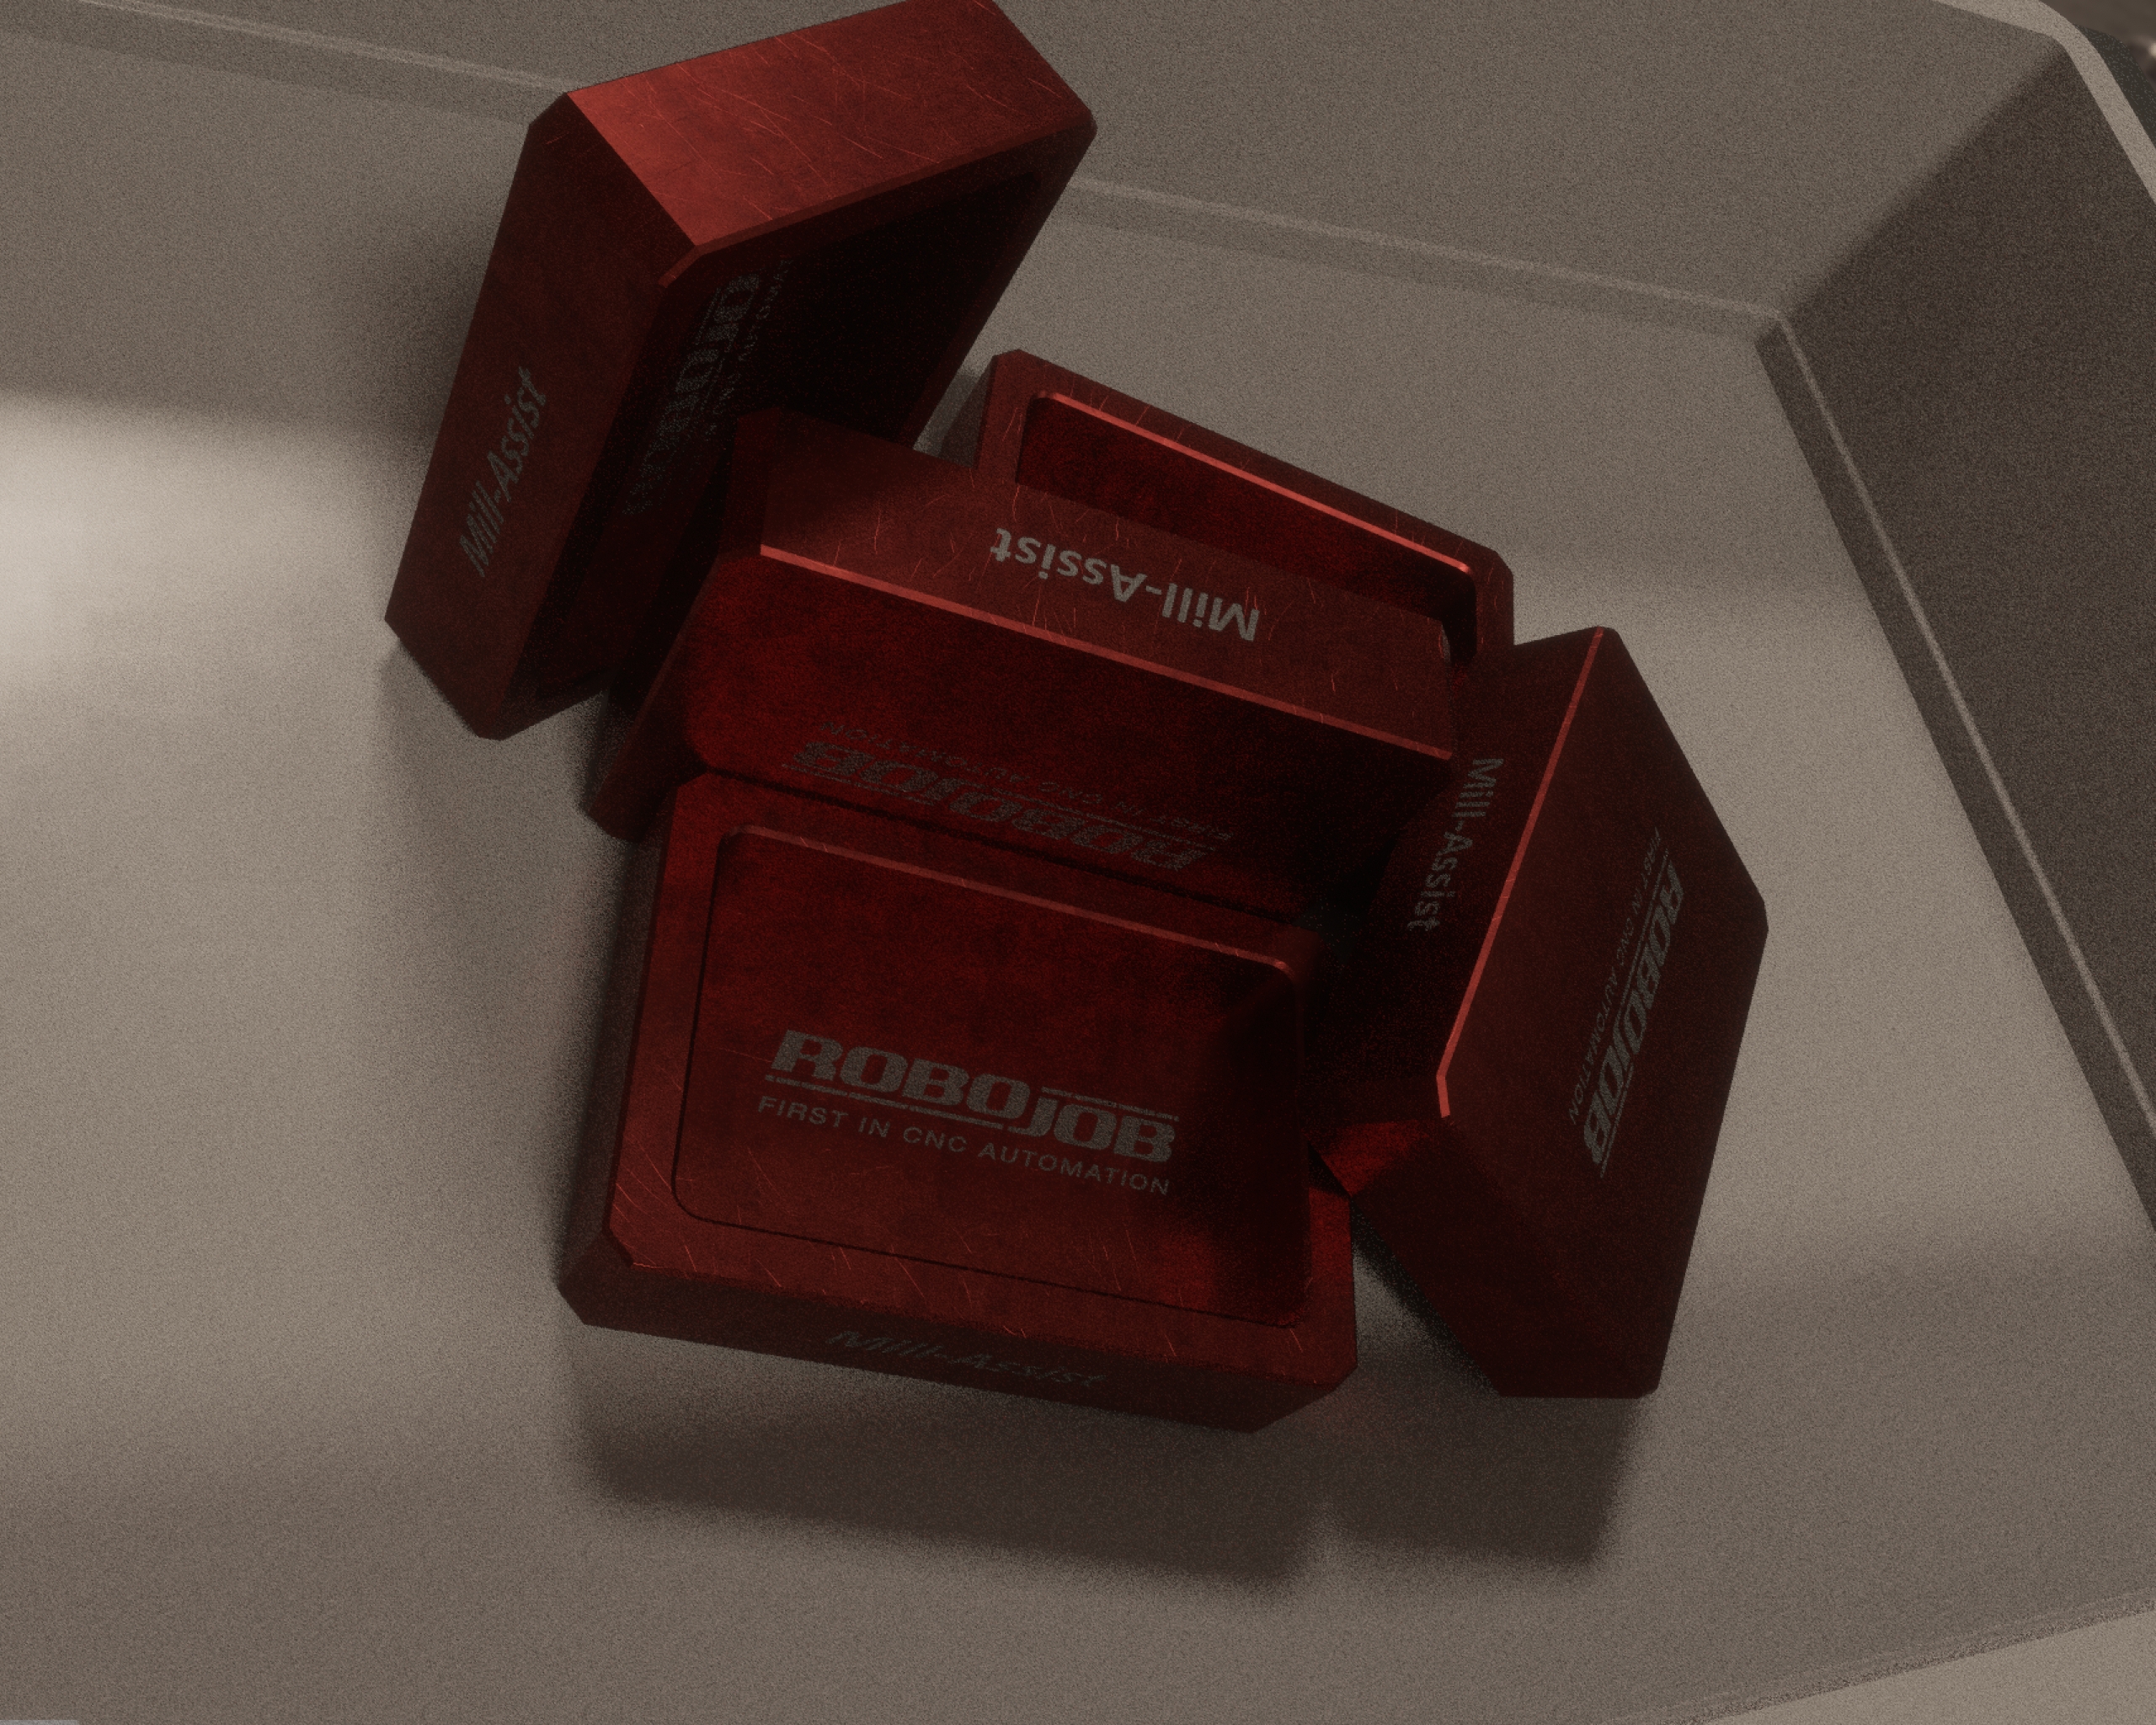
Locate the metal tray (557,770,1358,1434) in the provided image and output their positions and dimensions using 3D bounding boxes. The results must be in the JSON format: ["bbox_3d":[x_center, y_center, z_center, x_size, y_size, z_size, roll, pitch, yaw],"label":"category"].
[{"bbox_3d":[-0.016,0.043,0.365,0.131,0.030,0.090,15,56,-20],"label":"metal tray"}]

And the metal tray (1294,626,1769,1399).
[{"bbox_3d":[0.095,0.027,0.411,0.090,0.030,0.130,53,46,-28],"label":"metal tray"}]

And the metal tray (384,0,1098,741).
[{"bbox_3d":[-0.060,-0.080,0.353,0.091,0.129,0.030,-34,82,-38],"label":"metal tray"}]

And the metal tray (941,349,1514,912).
[{"bbox_3d":[0.031,-0.047,0.447,0.131,0.030,0.090,19,54,-17],"label":"metal tray"}]

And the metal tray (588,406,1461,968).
[{"bbox_3d":[-0.011,-0.024,0.370,0.131,0.090,0.030,15,56,-21],"label":"metal tray"}]
